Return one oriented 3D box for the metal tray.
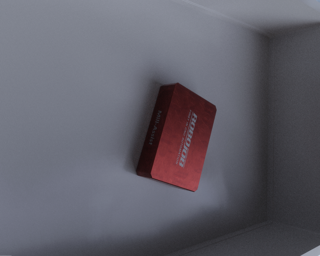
[{"bbox_3d":[0.026,0.014,0.428,0.090,0.030,0.130,25,74,-37],"label":"metal tray"}]
